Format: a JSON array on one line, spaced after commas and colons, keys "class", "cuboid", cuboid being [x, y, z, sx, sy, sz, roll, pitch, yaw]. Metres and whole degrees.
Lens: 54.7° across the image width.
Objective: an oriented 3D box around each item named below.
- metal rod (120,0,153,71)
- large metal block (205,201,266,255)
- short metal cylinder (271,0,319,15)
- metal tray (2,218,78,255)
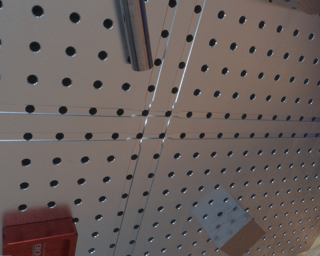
[{"class": "metal rod", "cuboid": [-0.037, -0.192, 0.272, 0.025, 0.025, 0.298, -20, 127, -17]}, {"class": "large metal block", "cuboid": [0.148, 0.201, 0.603, 0.080, 0.050, 0.080, -43, 130, 1]}, {"class": "short metal cylinder", "cuboid": [0.181, -0.186, 0.381, 0.081, 0.050, 0.079, -14, 125, -21]}, {"class": "metal tray", "cuboid": [-0.170, 0.190, 0.433, 0.091, 0.030, 0.129, 0, 119, -29]}]
